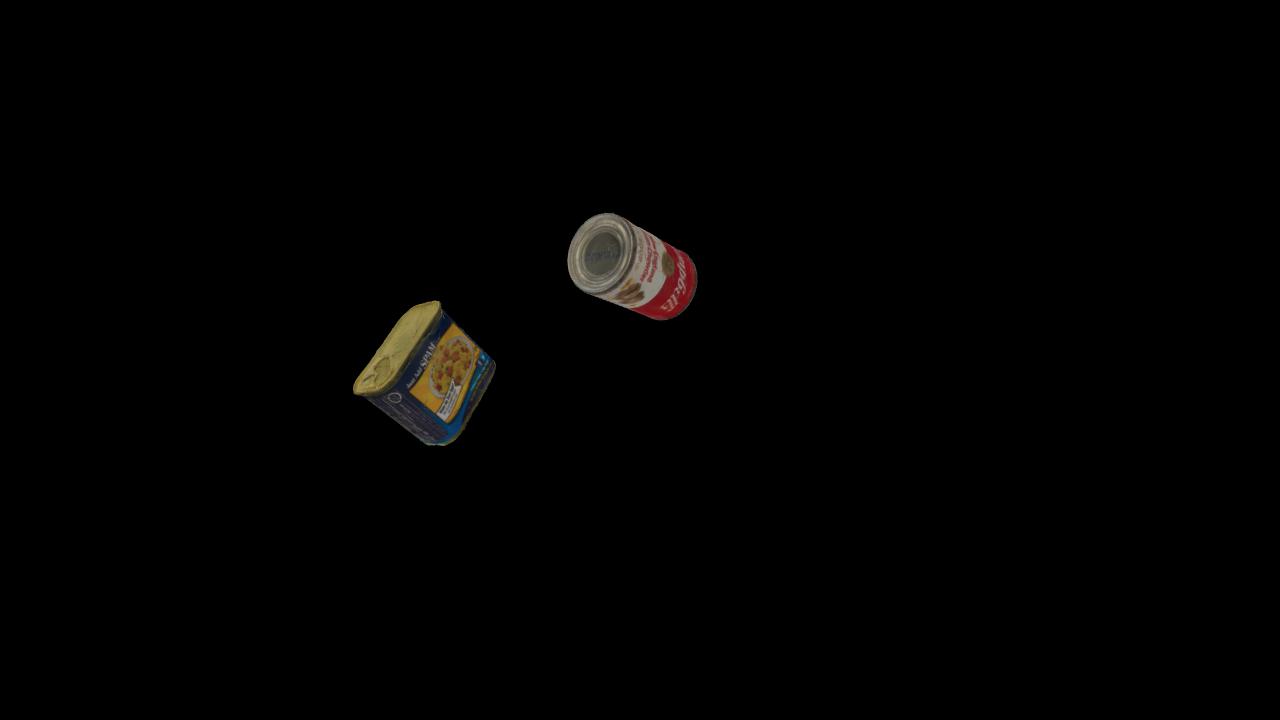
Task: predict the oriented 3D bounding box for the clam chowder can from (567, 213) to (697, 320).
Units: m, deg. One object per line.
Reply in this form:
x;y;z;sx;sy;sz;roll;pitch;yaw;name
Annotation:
-0.005;-0.076;0.519;0.068;0.068;0.102;0;-8;34;clam chowder can

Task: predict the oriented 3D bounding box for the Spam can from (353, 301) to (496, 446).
-0.186;0.013;0.548;0.058;0.101;0.085;-6;-42;36;Spam can
